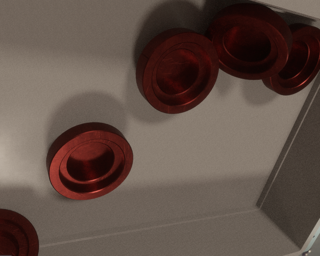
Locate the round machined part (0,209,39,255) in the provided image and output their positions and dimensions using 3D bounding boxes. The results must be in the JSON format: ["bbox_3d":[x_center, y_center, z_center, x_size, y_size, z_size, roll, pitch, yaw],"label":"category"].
[{"bbox_3d":[-0.193,0.147,0.354,0.099,0.098,0.042,-1,145,-28],"label":"round machined part"}]

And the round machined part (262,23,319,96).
[{"bbox_3d":[0.181,-0.099,0.438,0.099,0.042,0.097,-14,125,-21],"label":"round machined part"}]

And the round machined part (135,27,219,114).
[{"bbox_3d":[0.017,-0.069,0.366,0.099,0.042,0.097,-14,125,-21],"label":"round machined part"}]

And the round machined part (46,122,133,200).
[{"bbox_3d":[-0.086,0.036,0.374,0.099,0.042,0.097,-14,125,-21],"label":"round machined part"}]

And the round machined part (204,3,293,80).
[{"bbox_3d":[0.105,-0.106,0.366,0.098,0.098,0.042,52,56,-40],"label":"round machined part"}]
